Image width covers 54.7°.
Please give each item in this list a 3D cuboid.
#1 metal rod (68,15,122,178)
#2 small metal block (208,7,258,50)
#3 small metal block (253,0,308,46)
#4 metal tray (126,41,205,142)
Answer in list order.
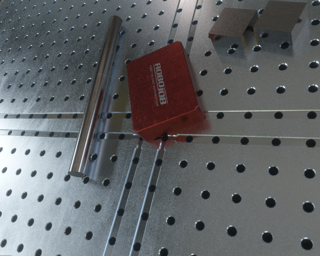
[{"bbox_3d":[-0.098,-0.067,0.498,0.025,0.025,0.299,-7,59,24],"label":"metal rod"},{"bbox_3d":[0.105,-0.141,0.439,0.050,0.025,0.050,21,73,35],"label":"small metal block"},{"bbox_3d":[0.160,-0.139,0.410,0.050,0.025,0.050,22,73,35],"label":"small metal block"},{"bbox_3d":[0.004,-0.054,0.435,0.090,0.030,0.130,-21,54,15],"label":"metal tray"}]
